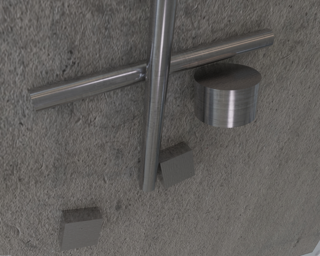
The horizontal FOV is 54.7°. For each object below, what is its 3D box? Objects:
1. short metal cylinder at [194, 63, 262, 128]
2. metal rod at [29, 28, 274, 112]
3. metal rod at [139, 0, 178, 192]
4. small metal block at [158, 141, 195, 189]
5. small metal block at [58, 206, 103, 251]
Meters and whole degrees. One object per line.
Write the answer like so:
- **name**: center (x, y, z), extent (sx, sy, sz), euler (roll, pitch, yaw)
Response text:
- **short metal cylinder**: center (0.083, -0.043, 0.390), extent (0.081, 0.080, 0.050), euler (-17, 125, -19)
- **metal rod**: center (0.006, -0.074, 0.364), extent (0.302, 0.025, 0.025), euler (-19, 126, -18)
- **metal rod**: center (-0.006, -0.032, 0.355), extent (0.025, 0.025, 0.298), euler (-13, 133, -22)
- **small metal block**: center (0.021, 0.054, 0.452), extent (0.050, 0.025, 0.050), euler (-22, 127, -16)
- **small metal block**: center (-0.112, 0.140, 0.432), extent (0.050, 0.025, 0.050), euler (1, 118, -29)
